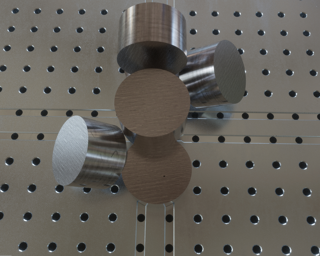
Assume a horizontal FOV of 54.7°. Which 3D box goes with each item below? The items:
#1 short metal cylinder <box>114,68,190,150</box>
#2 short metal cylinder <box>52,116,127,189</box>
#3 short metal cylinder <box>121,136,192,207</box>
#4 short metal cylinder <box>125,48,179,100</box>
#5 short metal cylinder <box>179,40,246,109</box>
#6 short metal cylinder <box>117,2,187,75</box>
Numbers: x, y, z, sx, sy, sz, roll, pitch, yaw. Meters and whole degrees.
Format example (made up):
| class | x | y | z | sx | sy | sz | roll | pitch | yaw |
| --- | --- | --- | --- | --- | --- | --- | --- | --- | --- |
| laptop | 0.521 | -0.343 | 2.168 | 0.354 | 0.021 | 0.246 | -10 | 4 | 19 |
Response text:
| class | x | y | z | sx | sy | sz | roll | pitch | yaw |
| --- | --- | --- | --- | --- | --- | --- | --- | --- | --- |
| short metal cylinder | -0.008 | -0.020 | 0.352 | 0.081 | 0.050 | 0.080 | 0 | 70 | 0 |
| short metal cylinder | -0.084 | 0.030 | 0.365 | 0.050 | 0.080 | 0.080 | 16 | 63 | -42 |
| short metal cylinder | -0.004 | 0.054 | 0.378 | 0.081 | 0.050 | 0.080 | 0 | 71 | 0 |
| short metal cylinder | -0.007 | -0.074 | 0.425 | 0.081 | 0.050 | 0.080 | 0 | 71 | 0 |
| short metal cylinder | 0.069 | -0.067 | 0.400 | 0.050 | 0.080 | 0.080 | -7 | 64 | 41 |
| short metal cylinder | -0.009 | -0.099 | 0.364 | 0.081 | 0.080 | 0.050 | 0 | 70 | 0 |
